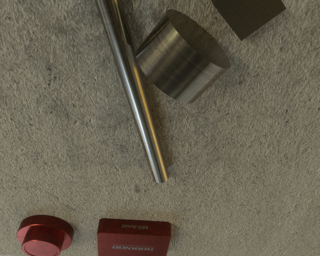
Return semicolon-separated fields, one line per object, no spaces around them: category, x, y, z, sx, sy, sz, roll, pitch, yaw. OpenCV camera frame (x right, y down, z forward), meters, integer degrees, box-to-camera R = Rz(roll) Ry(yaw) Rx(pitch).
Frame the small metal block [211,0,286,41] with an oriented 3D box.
small metal block;0.085;-0.123;0.303;0.050;0.025;0.050;-34;123;25

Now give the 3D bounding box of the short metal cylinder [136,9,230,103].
short metal cylinder;0.023;-0.071;0.311;0.080;0.080;0.050;30;124;-23

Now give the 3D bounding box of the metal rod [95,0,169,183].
metal rod;-0.027;-0.038;0.374;0.025;0.025;0.298;-9;130;7

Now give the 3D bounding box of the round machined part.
round machined part;-0.213;0.205;0.569;0.099;0.042;0.097;0;130;0

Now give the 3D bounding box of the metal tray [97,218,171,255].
metal tray;-0.049;0.211;0.583;0.131;0.030;0.089;5;130;-4
